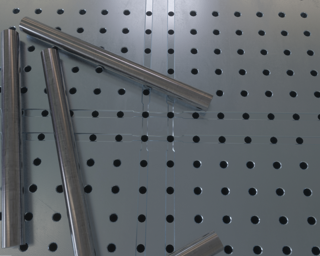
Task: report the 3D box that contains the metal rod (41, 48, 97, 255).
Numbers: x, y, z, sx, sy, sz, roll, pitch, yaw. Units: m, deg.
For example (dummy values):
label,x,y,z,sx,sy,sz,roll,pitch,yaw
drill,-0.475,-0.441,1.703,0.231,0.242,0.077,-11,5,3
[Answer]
label,x,y,z,sx,sy,sz,roll,pitch,yaw
metal rod,-0.121,0.027,0.401,0.025,0.025,0.299,-14,71,-5

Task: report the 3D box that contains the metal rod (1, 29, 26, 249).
label,x,y,z,sx,sy,sz,roll,pitch,yaw
metal rod,-0.196,-0.001,0.410,0.025,0.025,0.299,-10,70,-3

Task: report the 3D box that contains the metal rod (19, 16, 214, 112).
label,x,y,z,sx,sy,sz,roll,pitch,yaw
metal rod,-0.067,-0.095,0.445,0.301,0.025,0.025,24,72,8

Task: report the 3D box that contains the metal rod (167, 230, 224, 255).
label,x,y,z,sx,sy,sz,roll,pitch,yaw
metal rod,-0.065,0.197,0.339,0.301,0.025,0.025,-26,72,-9
